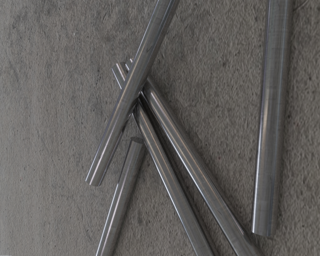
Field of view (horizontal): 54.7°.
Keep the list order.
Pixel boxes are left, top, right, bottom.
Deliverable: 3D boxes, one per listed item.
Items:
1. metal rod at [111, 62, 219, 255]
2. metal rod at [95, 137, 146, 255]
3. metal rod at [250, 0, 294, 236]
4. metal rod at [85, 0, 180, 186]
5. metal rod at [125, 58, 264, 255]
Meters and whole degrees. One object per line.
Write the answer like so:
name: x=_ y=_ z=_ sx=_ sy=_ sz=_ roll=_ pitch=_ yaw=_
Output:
metal rod: x=0.002 y=0.038 z=0.403 sx=0.025 sy=0.025 sz=0.299 roll=-39 pitch=66 yaw=33
metal rod: x=-0.073 y=0.155 z=0.465 sx=0.025 sy=0.025 sz=0.298 roll=29 pitch=108 yaw=36
metal rod: x=0.114 y=-0.043 z=0.310 sx=0.025 sy=0.025 sz=0.298 roll=5 pitch=93 yaw=40
metal rod: x=-0.036 y=-0.050 z=0.400 sx=0.025 sy=0.025 sz=0.298 roll=38 pitch=113 yaw=33
metal rod: x=0.032 y=0.028 z=0.378 sx=0.025 sy=0.025 sz=0.299 roll=-45 pitch=63 yaw=31
